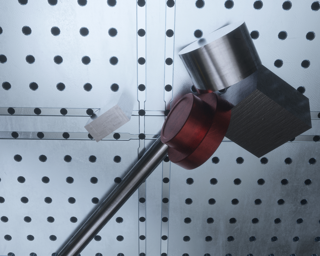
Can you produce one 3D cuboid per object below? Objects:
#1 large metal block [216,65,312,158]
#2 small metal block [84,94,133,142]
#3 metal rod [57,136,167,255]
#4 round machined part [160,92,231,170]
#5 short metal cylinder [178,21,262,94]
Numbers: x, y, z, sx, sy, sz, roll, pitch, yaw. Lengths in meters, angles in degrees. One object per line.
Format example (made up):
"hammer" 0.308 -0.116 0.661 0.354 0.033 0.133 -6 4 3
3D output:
"large metal block" 0.120 -0.019 0.376 0.080 0.050 0.080 32 137 -14
"small metal block" -0.064 -0.014 0.394 0.050 0.050 0.025 -33 107 11
"metal rod" -0.083 0.127 0.458 0.025 0.025 0.299 37 106 -13
"round machined part" 0.036 -0.003 0.372 0.042 0.098 0.098 30 107 -18
"short metal cylinder" 0.068 -0.081 0.355 0.080 0.080 0.050 -26 107 9
